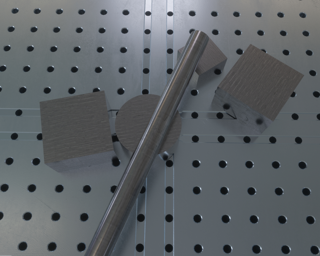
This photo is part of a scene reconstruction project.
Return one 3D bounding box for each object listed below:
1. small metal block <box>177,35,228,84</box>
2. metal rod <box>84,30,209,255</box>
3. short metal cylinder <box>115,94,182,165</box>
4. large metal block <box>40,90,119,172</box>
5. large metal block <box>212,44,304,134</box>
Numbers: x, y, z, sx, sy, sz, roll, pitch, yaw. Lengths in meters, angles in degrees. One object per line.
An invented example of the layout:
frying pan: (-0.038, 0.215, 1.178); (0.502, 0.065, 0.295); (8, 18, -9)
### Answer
small metal block: (0.060, -0.100, 0.449); (0.050, 0.025, 0.050); (-32, 73, -11)
metal rod: (-0.008, 0.011, 0.354); (0.025, 0.025, 0.300); (22, 71, 8)
short metal cylinder: (-0.014, 0.003, 0.397); (0.081, 0.050, 0.080); (0, 70, 0)
large metal block: (-0.101, 0.005, 0.396); (0.081, 0.050, 0.080); (-11, 70, -4)
large metal block: (0.129, -0.052, 0.418); (0.080, 0.050, 0.080); (35, 74, 11)
